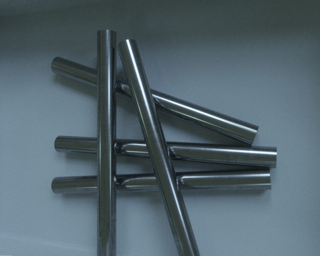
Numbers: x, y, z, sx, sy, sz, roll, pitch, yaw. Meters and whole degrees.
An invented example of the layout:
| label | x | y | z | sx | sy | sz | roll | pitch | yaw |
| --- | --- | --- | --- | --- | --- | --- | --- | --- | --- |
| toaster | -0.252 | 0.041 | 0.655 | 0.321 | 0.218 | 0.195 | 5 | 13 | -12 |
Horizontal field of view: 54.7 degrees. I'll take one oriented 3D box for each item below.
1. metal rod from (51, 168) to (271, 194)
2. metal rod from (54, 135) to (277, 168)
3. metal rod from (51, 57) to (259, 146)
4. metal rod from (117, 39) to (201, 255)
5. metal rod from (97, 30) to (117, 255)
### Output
| label | x | y | z | sx | sy | sz | roll | pitch | yaw |
| --- | --- | --- | --- | --- | --- | --- | --- | --- | --- |
| metal rod | -0.012 | 0.073 | 0.412 | 0.301 | 0.025 | 0.025 | -5 | 88 | 19 |
| metal rod | -0.007 | 0.029 | 0.410 | 0.301 | 0.025 | 0.025 | 2 | 91 | 19 |
| metal rod | -0.020 | -0.042 | 0.414 | 0.301 | 0.025 | 0.025 | 21 | 97 | 18 |
| metal rod | 0.000 | 0.034 | 0.381 | 0.025 | 0.025 | 0.299 | -19 | 84 | 19 |
| metal rod | -0.070 | 0.024 | 0.405 | 0.025 | 0.025 | 0.298 | 0 | 90 | 19 |
